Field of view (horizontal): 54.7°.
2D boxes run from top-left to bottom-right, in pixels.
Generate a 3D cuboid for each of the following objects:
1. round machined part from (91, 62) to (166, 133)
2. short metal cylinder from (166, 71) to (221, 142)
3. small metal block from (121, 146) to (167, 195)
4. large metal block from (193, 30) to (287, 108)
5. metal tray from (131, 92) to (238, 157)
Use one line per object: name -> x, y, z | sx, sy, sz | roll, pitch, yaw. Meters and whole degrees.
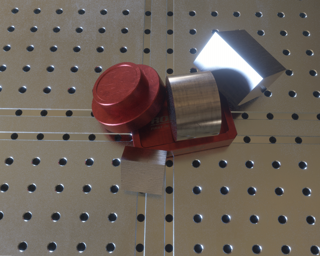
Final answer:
round machined part -> -0.046, -0.045, 0.395 | 0.098, 0.042, 0.098 | -13, 53, 19
short metal cylinder -> 0.038, -0.026, 0.375 | 0.050, 0.080, 0.080 | -8, 70, -4
small metal block -> -0.020, 0.051, 0.373 | 0.050, 0.050, 0.025 | 7, 36, 3
large metal block -> 0.105, -0.081, 0.404 | 0.081, 0.050, 0.080 | -23, 68, -47
metal tray -> 0.026, -0.013, 0.411 | 0.131, 0.030, 0.090 | -10, 70, -4
